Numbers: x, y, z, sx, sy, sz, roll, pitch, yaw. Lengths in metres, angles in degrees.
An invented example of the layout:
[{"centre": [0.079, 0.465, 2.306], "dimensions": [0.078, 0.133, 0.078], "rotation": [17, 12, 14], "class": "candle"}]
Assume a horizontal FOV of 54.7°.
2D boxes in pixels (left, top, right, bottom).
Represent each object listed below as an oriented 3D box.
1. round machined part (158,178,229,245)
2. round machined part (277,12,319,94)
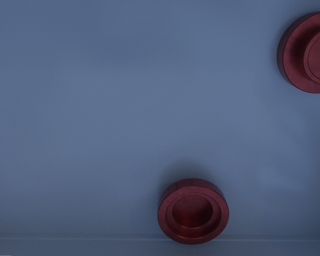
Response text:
[{"centre": [0.046, 0.114, 0.445], "dimensions": [0.099, 0.042, 0.097], "rotation": [0, 110, 0], "class": "round machined part"}, {"centre": [0.197, -0.088, 0.371], "dimensions": [0.099, 0.042, 0.097], "rotation": [0, 110, 0], "class": "round machined part"}]
